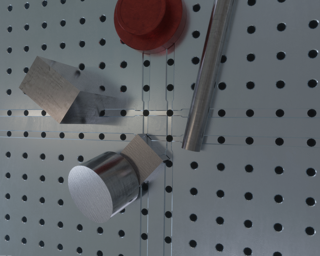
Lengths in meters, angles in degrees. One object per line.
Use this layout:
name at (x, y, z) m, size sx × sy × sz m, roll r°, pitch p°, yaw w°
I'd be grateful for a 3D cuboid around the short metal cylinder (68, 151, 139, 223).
short metal cylinder at (-0.075, 0.077, 0.411) m, size 0.080 × 0.050 × 0.079 m, roll 14°, pitch 115°, yaw 32°

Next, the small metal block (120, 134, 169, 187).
small metal block at (-0.025, 0.043, 0.421) m, size 0.050 × 0.025 × 0.050 m, roll 46°, pitch 104°, yaw 14°

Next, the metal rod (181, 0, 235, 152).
metal rod at (0.071, -0.118, 0.387) m, size 0.025 × 0.025 × 0.298 m, roll 14°, pitch 95°, yaw 19°

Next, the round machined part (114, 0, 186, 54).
round machined part at (-0.018, -0.152, 0.410) m, size 0.098 × 0.042 × 0.097 m, roll 0°, pitch 90°, yaw 20°

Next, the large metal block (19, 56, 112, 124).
large metal block at (-0.127, -0.049, 0.428) m, size 0.080 × 0.080 × 0.050 m, roll 38°, pitch 102°, yaw 16°
